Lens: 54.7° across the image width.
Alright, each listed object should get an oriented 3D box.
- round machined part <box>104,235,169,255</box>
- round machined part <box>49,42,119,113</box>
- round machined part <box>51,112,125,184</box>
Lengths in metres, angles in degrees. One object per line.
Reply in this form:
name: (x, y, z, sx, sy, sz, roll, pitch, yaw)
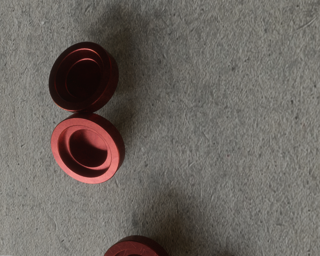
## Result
round machined part: (-0.026, 0.190, 0.409, 0.098, 0.042, 0.097, 0, 90, 20)
round machined part: (-0.100, -0.065, 0.428, 0.098, 0.042, 0.098, -5, 76, 20)
round machined part: (-0.093, 0.023, 0.421, 0.098, 0.042, 0.097, 6, 114, 14)
